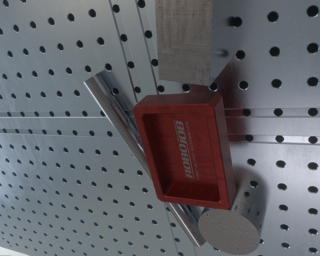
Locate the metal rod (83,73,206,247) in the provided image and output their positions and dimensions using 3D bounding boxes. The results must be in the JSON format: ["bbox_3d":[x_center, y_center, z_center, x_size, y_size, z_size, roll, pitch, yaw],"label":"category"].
[{"bbox_3d":[-0.015,0.055,0.452,0.025,0.025,0.299,-22,107,36],"label":"metal rod"}]

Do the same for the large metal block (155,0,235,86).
[{"bbox_3d":[0.037,-0.095,0.297,0.050,0.080,0.079,11,123,22],"label":"large metal block"}]

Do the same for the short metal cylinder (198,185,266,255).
[{"bbox_3d":[0.098,0.124,0.420,0.080,0.050,0.079,13,124,21],"label":"short metal cylinder"}]

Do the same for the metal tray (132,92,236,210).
[{"bbox_3d":[0.029,0.027,0.344,0.090,0.030,0.129,0,119,27],"label":"metal tray"}]

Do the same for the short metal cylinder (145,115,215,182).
[{"bbox_3d":[0.026,0.022,0.395,0.080,0.050,0.079,13,124,21],"label":"short metal cylinder"}]
